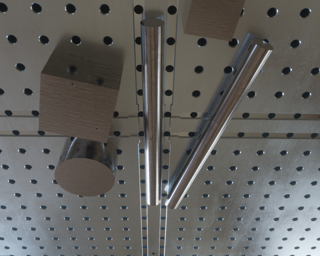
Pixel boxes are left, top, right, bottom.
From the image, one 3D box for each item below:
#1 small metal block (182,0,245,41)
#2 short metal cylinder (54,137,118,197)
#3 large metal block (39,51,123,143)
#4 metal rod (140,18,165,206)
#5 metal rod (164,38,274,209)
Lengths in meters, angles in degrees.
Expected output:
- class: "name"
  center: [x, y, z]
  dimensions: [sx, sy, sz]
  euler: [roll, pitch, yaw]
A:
- class: "small metal block"
  center: [0.053, -0.119, 0.311]
  dimensions: [0.050, 0.025, 0.050]
  euler: [7, 130, -7]
- class: "short metal cylinder"
  center: [-0.102, 0.052, 0.438]
  dimensions: [0.081, 0.050, 0.079]
  euler: [0, 130, 0]
- class: "large metal block"
  center: [-0.093, -0.035, 0.364]
  dimensions: [0.081, 0.050, 0.079]
  euler: [12, 129, -11]
- class: "metal rod"
  center: [-0.009, 0.005, 0.415]
  dimensions: [0.025, 0.025, 0.298]
  euler: [0, 130, -1]
- class: "metal rod"
  center: [0.065, 0.017, 0.427]
  dimensions: [0.025, 0.025, 0.298]
  euler: [14, 129, -12]
